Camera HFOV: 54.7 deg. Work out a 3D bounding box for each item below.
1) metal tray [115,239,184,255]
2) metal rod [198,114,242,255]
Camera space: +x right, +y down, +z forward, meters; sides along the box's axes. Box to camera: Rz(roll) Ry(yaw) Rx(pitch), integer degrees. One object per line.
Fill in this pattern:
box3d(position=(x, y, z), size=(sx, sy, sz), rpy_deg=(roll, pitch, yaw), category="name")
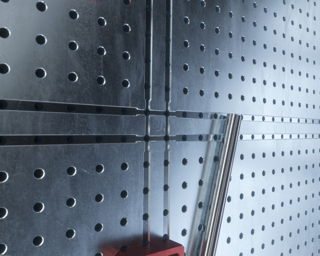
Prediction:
box3d(position=(-0.013, 0.218, 0.394), size=(0.091, 0.030, 0.129), rpy_deg=(3, 88, -40), category="metal tray")
box3d(position=(0.088, 0.123, 0.482), size=(0.025, 0.025, 0.299), rpy_deg=(23, 76, -38), category="metal rod")
